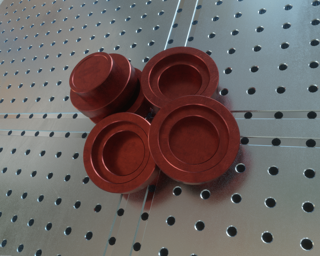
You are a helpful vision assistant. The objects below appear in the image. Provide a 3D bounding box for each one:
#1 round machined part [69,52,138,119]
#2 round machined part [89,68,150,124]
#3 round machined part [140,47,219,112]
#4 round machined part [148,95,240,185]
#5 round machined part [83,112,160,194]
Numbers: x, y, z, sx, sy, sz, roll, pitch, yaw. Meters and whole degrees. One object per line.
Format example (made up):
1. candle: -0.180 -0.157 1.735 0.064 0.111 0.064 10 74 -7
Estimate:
1. round machined part: -0.084 -0.065 0.425 0.098 0.042 0.098 -13 56 20
2. round machined part: -0.052 -0.036 0.445 0.098 0.042 0.098 -13 56 20
3. round machined part: 0.027 -0.055 0.404 0.099 0.042 0.098 -4 63 8
4. round machined part: 0.038 0.015 0.352 0.099 0.042 0.098 -2 74 6
5. round machined part: -0.042 0.033 0.386 0.098 0.042 0.098 -4 75 16
